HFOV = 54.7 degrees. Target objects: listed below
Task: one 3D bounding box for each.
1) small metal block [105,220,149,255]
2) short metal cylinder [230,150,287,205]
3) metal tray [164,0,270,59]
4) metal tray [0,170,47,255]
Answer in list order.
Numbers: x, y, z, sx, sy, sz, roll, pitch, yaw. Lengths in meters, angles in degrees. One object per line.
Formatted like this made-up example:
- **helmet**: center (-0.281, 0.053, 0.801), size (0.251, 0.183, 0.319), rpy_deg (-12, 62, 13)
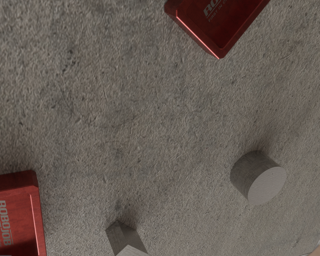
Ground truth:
- **small metal block**: center (-0.051, 0.174, 0.471), size (0.025, 0.050, 0.050), rpy_deg (-44, 129, 2)
- **short metal cylinder**: center (0.169, 0.086, 0.536), size (0.081, 0.050, 0.079), rpy_deg (-14, 124, -21)
- **metal tray**: center (0.078, -0.156, 0.349), size (0.090, 0.030, 0.130), rpy_deg (32, 100, -38)
- **metal tray**: center (-0.190, 0.117, 0.372), size (0.091, 0.030, 0.129), rpy_deg (-8, 122, -24)
